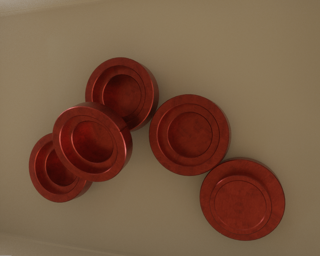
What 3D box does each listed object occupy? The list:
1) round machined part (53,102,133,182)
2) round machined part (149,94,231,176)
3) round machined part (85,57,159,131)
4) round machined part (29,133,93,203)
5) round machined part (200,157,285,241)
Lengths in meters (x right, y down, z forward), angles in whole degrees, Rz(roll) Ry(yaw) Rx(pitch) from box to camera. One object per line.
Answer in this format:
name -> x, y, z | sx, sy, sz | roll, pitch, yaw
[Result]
round machined part -> -0.079, 0.014, 0.385 | 0.098, 0.042, 0.097 | 6, 111, 16
round machined part -> 0.039, 0.008, 0.387 | 0.098, 0.042, 0.097 | 0, 90, 19
round machined part -> -0.047, -0.043, 0.417 | 0.098, 0.042, 0.097 | 0, 90, 19
round machined part -> -0.135, 0.055, 0.448 | 0.098, 0.042, 0.097 | 0, 90, 19
round machined part -> 0.095, 0.086, 0.365 | 0.098, 0.042, 0.097 | 1, 92, 17
